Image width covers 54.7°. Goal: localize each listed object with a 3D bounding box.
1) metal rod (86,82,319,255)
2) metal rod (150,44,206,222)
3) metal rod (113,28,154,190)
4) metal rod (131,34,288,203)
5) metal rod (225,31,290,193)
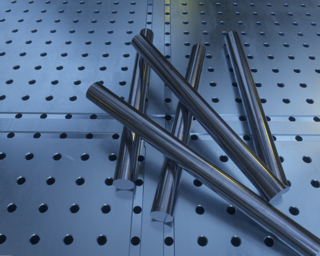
[{"bbox_3d":[0.035,0.037,0.346,0.300,0.025,0.025,35,58,15],"label":"metal rod"},{"bbox_3d":[0.033,-0.018,0.423,0.025,0.025,0.300,10,51,7],"label":"metal rod"},{"bbox_3d":[-0.032,-0.050,0.449,0.025,0.025,0.300,3,50,2],"label":"metal rod"},{"bbox_3d":[0.046,-0.032,0.401,0.025,0.025,0.300,-25,58,-20],"label":"metal rod"},{"bbox_3d":[0.130,-0.044,0.446,0.025,0.025,0.300,-1,50,-1],"label":"metal rod"}]
